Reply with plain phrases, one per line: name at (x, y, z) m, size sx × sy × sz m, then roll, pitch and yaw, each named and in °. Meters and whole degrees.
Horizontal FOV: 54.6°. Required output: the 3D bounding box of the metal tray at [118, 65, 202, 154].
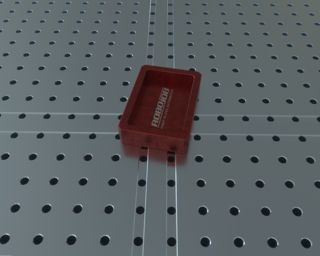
metal tray at (0.004, -0.031, 0.430) m, size 0.090 × 0.030 × 0.130 m, roll 9°, pitch 51°, yaw 7°
